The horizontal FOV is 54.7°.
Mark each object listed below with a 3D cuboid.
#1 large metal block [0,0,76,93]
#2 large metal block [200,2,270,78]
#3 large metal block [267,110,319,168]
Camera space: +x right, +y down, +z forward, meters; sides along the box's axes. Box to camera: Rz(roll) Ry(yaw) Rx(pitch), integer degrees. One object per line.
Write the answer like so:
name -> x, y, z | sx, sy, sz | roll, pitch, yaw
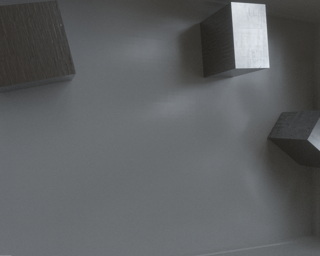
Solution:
large metal block -> -0.146, -0.088, 0.343 | 0.081, 0.050, 0.080 | -15, 95, -20
large metal block -> 0.098, -0.114, 0.419 | 0.050, 0.080, 0.079 | -5, 92, -20
large metal block -> 0.228, 0.018, 0.468 | 0.080, 0.080, 0.050 | 37, 78, -17
